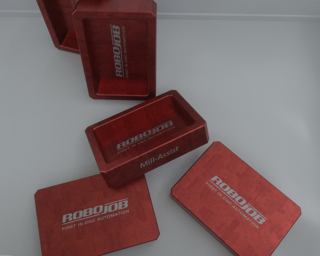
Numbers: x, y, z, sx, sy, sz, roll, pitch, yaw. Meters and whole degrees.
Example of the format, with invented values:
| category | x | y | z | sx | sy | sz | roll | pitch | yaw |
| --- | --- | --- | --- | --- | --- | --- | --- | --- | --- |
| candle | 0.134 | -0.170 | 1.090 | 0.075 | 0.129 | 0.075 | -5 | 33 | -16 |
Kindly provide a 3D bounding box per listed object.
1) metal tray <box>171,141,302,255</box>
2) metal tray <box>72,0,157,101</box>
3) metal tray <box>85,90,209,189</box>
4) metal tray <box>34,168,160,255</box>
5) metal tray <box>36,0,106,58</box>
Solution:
| category | x | y | z | sx | sy | sz | roll | pitch | yaw |
| --- | --- | --- | --- | --- | --- | --- | --- | --- | --- |
| metal tray | 0.088 | 0.090 | 0.375 | 0.130 | 0.030 | 0.090 | 41 | 75 | 13 |
| metal tray | -0.050 | -0.092 | 0.386 | 0.091 | 0.129 | 0.030 | 1 | 48 | 0 |
| metal tray | -0.018 | 0.008 | 0.380 | 0.131 | 0.030 | 0.090 | -25 | 41 | -10 |
| metal tray | -0.074 | 0.104 | 0.368 | 0.131 | 0.030 | 0.090 | -14 | 71 | -6 |
| metal tray | -0.106 | -0.148 | 0.405 | 0.090 | 0.129 | 0.030 | 14 | 64 | 4 |
